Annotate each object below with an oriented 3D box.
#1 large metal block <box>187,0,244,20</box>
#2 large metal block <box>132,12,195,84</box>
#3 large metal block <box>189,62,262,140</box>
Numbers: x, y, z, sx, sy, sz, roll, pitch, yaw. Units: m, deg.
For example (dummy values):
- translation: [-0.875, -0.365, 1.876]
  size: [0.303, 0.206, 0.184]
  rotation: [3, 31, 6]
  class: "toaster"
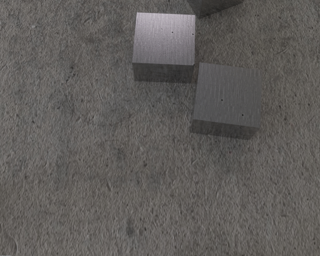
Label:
- translation: [0.080, -0.227, 0.478]
  size: [0.080, 0.050, 0.080]
  rotation: [-24, 72, -9]
  class: "large metal block"
- translation: [0.006, -0.111, 0.435]
  size: [0.080, 0.050, 0.080]
  rotation: [3, 70, 1]
  class: "large metal block"
- translation: [0.085, -0.034, 0.408]
  size: [0.080, 0.050, 0.080]
  rotation: [8, 70, 3]
  class: "large metal block"
